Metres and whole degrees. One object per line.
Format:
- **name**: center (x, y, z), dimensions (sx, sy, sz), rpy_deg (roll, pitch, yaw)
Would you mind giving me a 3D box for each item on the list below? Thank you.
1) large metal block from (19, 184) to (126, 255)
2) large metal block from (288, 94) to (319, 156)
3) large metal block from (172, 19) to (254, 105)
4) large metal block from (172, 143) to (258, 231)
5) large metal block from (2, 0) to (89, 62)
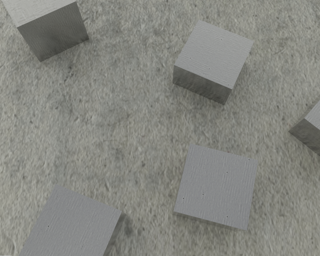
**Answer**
- **large metal block**: center (-0.093, 0.119, 0.350), dimensions (0.080, 0.050, 0.080), rpy_deg (21, 71, 7)
- **large metal block**: center (0.232, -0.005, 0.400), dimensions (0.080, 0.050, 0.080), rpy_deg (42, 75, 13)
- **large metal block**: center (0.072, -0.090, 0.429), dimensions (0.080, 0.050, 0.080), rpy_deg (25, 72, 8)
- **large metal block**: center (0.064, 0.072, 0.369), dimensions (0.080, 0.050, 0.080), rpy_deg (14, 71, 4)
- **large metal block**: center (-0.155, -0.149, 0.432), dimensions (0.080, 0.080, 0.050), rpy_deg (-29, 73, -10)
